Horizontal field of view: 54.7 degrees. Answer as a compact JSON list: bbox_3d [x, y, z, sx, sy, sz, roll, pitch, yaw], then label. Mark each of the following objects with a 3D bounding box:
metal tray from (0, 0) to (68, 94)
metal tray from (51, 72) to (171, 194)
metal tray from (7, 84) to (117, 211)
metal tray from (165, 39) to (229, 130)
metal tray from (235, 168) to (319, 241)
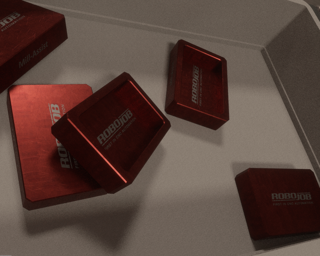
[{"bbox_3d":[-0.179,-0.097,0.346,0.090,0.030,0.130,22,50,11],"label":"metal tray"},{"bbox_3d":[-0.045,-0.001,0.346,0.090,0.030,0.131,50,34,-9],"label":"metal tray"},{"bbox_3d":[-0.108,0.014,0.336,0.091,0.030,0.130,-6,65,-31],"label":"metal tray"},{"bbox_3d":[0.059,-0.068,0.477,0.091,0.030,0.130,18,54,-18],"label":"metal tray"},{"bbox_3d":[0.176,0.104,0.436,0.131,0.030,0.090,5,60,-26],"label":"metal tray"}]
